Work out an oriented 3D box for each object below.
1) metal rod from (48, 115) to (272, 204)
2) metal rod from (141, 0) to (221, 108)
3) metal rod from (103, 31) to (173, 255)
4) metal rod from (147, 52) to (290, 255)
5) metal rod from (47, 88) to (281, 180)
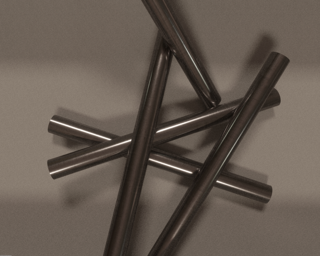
[{"bbox_3d":[0.001,0.042,0.411,0.302,0.025,0.025,18,90,-1],"label":"metal rod"},{"bbox_3d":[-0.004,-0.134,0.330,0.025,0.025,0.300,-37,125,0],"label":"metal rod"},{"bbox_3d":[-0.024,0.027,0.360,0.025,0.025,0.299,13,81,-1],"label":"metal rod"},{"bbox_3d":[0.070,0.042,0.385,0.025,0.025,0.299,31,93,-1],"label":"metal rod"},{"bbox_3d":[0.012,0.004,0.393,0.302,0.025,0.025,-18,90,-8],"label":"metal rod"}]
